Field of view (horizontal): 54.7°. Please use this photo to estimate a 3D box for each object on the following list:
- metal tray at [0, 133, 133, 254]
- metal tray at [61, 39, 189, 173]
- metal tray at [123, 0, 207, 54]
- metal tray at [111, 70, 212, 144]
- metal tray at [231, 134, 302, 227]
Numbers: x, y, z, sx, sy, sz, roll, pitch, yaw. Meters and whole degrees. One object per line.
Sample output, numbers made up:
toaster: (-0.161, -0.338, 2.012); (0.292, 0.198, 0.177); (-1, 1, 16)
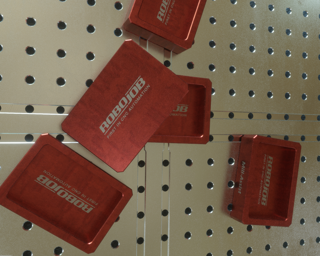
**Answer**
metal tray: (-0.110, 0.077, 0.369); (0.130, 0.030, 0.090); (38, 78, -17)
metal tray: (-0.040, -0.025, 0.364); (0.090, 0.030, 0.130); (38, 96, -2)
metal tray: (0.015, -0.178, 0.416); (0.091, 0.030, 0.129); (20, 83, -19)
metal tray: (0.003, -0.026, 0.411); (0.131, 0.030, 0.089); (3, 89, -21)
metal tray: (0.162, 0.080, 0.471); (0.091, 0.030, 0.129); (10, 87, -20)
